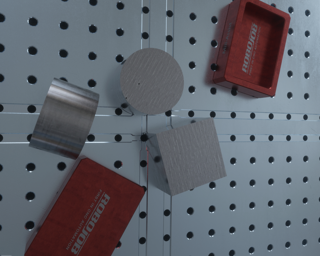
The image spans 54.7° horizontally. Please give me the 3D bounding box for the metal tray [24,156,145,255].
[{"bbox_3d":[-0.089,0.110,0.377,0.090,0.030,0.130,32,80,-17],"label":"metal tray"}]

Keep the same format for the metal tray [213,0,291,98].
[{"bbox_3d":[0.138,-0.118,0.460,0.091,0.030,0.129,15,85,-20],"label":"metal tray"}]

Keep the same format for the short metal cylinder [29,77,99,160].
[{"bbox_3d":[-0.106,-0.010,0.344,0.050,0.080,0.080,20,83,-19],"label":"short metal cylinder"}]

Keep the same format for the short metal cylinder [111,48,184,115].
[{"bbox_3d":[-0.017,-0.056,0.393,0.081,0.050,0.079,0,90,-20],"label":"short metal cylinder"}]

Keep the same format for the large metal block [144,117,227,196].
[{"bbox_3d":[0.033,0.035,0.411,0.081,0.050,0.080,-16,96,-19],"label":"large metal block"}]
